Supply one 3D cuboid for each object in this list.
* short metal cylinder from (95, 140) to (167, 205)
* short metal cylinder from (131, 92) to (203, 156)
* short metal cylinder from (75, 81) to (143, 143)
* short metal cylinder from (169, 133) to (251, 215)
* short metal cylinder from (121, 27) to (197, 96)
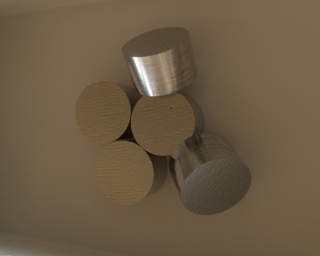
[{"bbox_3d":[-0.037,0.055,0.407,0.080,0.050,0.079,0,90,19],"label":"short metal cylinder"},{"bbox_3d":[0.011,-0.007,0.391,0.080,0.050,0.079,0,90,19],"label":"short metal cylinder"},{"bbox_3d":[-0.065,-0.020,0.417,0.080,0.050,0.079,0,90,19],"label":"short metal cylinder"},{"bbox_3d":[0.055,0.052,0.354,0.081,0.050,0.079,-7,122,-11],"label":"short metal cylinder"},{"bbox_3d":[0.000,-0.081,0.371,0.080,0.080,0.050,-3,127,19],"label":"short metal cylinder"}]
